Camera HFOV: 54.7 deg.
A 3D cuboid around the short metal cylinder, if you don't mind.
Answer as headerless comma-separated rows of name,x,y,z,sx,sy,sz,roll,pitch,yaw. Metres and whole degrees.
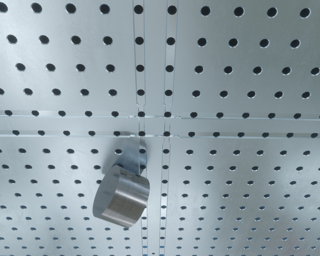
short metal cylinder,-0.058,0.102,0.462,0.050,0.080,0.080,28,124,-22
